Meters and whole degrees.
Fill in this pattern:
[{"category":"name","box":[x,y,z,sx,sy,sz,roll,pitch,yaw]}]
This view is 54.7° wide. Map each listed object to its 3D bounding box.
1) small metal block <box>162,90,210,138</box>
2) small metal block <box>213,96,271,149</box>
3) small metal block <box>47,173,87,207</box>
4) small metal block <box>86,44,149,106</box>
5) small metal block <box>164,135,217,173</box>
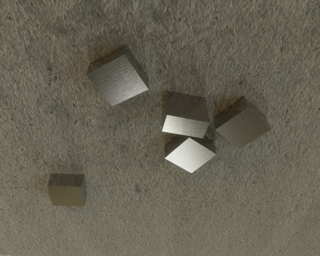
[{"category":"small metal block","box":[0.030,-0.017,0.376,0.050,0.050,0.025,10,129,-9]},{"category":"small metal block","box":[0.106,-0.006,0.403,0.050,0.025,0.050,37,121,-27]},{"category":"small metal block","box":[-0.145,0.098,0.490,0.050,0.025,0.050,3,130,-3]},{"category":"small metal block","box":[-0.047,-0.059,0.356,0.050,0.025,0.050,-23,127,18]},{"category":"small metal block","box":[0.042,0.031,0.434,0.050,0.025,0.050,31,123,-24]}]
